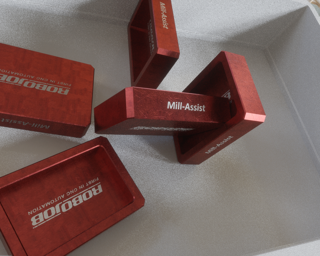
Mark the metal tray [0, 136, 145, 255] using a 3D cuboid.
[{"bbox_3d":[-0.091,0.072,0.309,0.131,0.030,0.090,-25,75,-37],"label":"metal tray"}]

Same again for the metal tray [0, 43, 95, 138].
[{"bbox_3d":[-0.145,-0.043,0.351,0.131,0.030,0.090,10,57,-23],"label":"metal tray"}]

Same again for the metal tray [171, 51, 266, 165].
[{"bbox_3d":[0.061,-0.019,0.381,0.030,0.129,0.090,6,59,-30],"label":"metal tray"}]

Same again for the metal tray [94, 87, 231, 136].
[{"bbox_3d":[0.003,-0.014,0.349,0.131,0.090,0.030,2,78,-33],"label":"metal tray"}]

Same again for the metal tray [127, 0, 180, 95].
[{"bbox_3d":[-0.014,-0.124,0.431,0.030,0.090,0.130,8,58,-24],"label":"metal tray"}]
